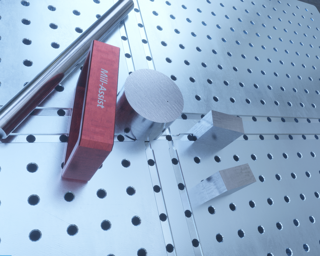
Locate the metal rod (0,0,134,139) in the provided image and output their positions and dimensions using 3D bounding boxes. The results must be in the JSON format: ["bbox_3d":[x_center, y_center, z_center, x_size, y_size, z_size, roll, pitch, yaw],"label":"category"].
[{"bbox_3d":[-0.110,-0.100,0.410,0.025,0.025,0.301,34,51,-6],"label":"metal rod"}]

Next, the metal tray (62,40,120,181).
[{"bbox_3d":[-0.075,-0.019,0.338,0.030,0.090,0.130,13,56,-22],"label":"metal tray"}]

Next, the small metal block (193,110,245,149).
[{"bbox_3d":[0.081,0.003,0.436,0.050,0.050,0.025,13,57,-22],"label":"small metal block"}]

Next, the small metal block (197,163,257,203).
[{"bbox_3d":[0.085,0.070,0.397,0.050,0.050,0.025,-8,66,-32],"label":"small metal block"}]

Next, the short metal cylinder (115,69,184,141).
[{"bbox_3d":[-0.016,-0.030,0.403,0.081,0.050,0.080,14,56,-21],"label":"short metal cylinder"}]
